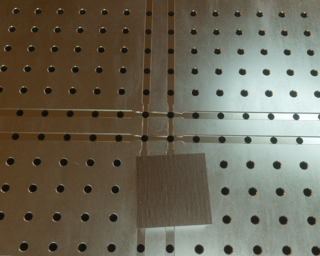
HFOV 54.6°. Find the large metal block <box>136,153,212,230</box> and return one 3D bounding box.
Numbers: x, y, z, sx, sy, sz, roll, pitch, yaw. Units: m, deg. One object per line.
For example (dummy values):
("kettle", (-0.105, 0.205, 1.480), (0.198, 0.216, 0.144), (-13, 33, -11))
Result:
("large metal block", (0.014, 0.077, 0.371), (0.080, 0.050, 0.080), (-3, 70, -1))
